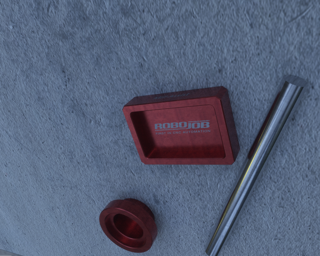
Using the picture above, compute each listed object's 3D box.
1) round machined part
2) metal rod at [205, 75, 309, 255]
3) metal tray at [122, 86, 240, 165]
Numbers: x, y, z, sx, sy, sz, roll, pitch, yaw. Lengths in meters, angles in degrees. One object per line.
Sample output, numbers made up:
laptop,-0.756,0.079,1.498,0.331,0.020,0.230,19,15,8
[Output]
round machined part,-0.048,0.157,0.516,0.098,0.042,0.097,13,124,20
metal rod,0.108,0.071,0.393,0.025,0.025,0.298,23,127,14
metal tray,0.026,0.001,0.389,0.130,0.030,0.089,-4,117,29
